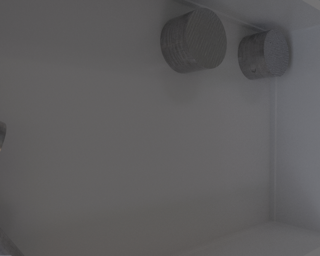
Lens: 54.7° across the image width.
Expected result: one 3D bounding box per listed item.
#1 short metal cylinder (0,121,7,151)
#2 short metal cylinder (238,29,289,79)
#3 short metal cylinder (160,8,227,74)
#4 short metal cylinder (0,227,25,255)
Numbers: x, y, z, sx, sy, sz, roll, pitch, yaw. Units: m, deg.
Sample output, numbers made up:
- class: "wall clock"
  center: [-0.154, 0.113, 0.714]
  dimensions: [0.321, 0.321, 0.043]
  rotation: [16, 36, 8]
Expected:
- class: "short metal cylinder"
  center: [-0.163, 0.020, 0.234]
  dimensions: [0.050, 0.080, 0.080]
  rotation: [33, 70, -35]
- class: "short metal cylinder"
  center: [0.181, -0.127, 0.542]
  dimensions: [0.081, 0.050, 0.080]
  rotation: [0, 90, -40]
- class: "short metal cylinder"
  center: [0.047, -0.119, 0.429]
  dimensions: [0.081, 0.050, 0.080]
  rotation: [0, 90, -40]
- class: "short metal cylinder"
  center: [-0.155, 0.114, 0.241]
  dimensions: [0.080, 0.080, 0.050]
  rotation: [-41, 115, -32]
